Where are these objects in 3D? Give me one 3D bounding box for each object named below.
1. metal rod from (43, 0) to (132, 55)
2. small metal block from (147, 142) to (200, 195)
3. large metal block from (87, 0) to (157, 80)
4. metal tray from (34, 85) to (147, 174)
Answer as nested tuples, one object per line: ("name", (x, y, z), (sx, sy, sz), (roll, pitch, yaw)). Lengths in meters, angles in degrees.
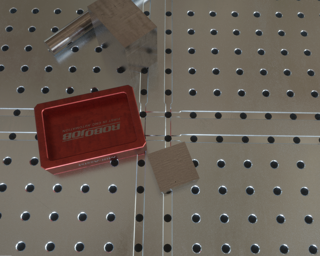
("metal rod", (-0.052, -0.212, 0.488), (0.301, 0.025, 0.025), (-41, 75, -14))
("small metal block", (0.016, 0.051, 0.393), (0.050, 0.025, 0.050), (-18, 71, -7))
("large metal block", (-0.049, -0.128, 0.429), (0.050, 0.080, 0.080), (-37, 75, -13))
("metal tray", (-0.090, 0.001, 0.407), (0.131, 0.030, 0.090), (-13, 71, -5))
